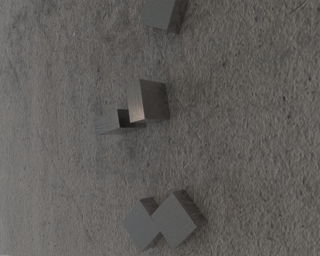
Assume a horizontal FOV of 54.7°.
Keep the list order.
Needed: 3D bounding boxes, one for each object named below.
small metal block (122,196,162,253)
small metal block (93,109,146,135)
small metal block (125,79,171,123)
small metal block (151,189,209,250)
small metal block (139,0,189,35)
[{"bbox_3d":[-0.018,0.130,0.420,0.050,0.025,0.050,51,120,28],"label":"small metal block"},{"bbox_3d":[-0.056,-0.007,0.435,0.050,0.050,0.025,-16,80,39],"label":"small metal block"},{"bbox_3d":[-0.015,-0.033,0.401,0.025,0.050,0.050,-13,82,39],"label":"small metal block"},{"bbox_3d":[0.023,0.113,0.386,0.050,0.025,0.050,52,120,27],"label":"small metal block"},{"bbox_3d":[0.006,-0.153,0.400,0.050,0.025,0.050,27,107,36],"label":"small metal block"}]
